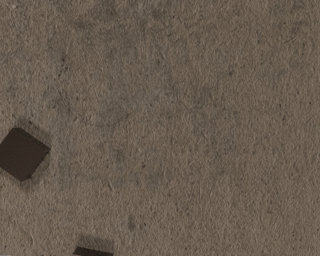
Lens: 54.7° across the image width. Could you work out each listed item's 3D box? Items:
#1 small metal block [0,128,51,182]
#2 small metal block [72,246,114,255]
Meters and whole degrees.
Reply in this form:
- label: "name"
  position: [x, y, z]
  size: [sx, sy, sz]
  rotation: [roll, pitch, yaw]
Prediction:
- label: "small metal block"
  position: [-0.183, 0.034, 0.408]
  size: [0.050, 0.025, 0.050]
  rotation: [36, 90, -1]
- label: "small metal block"
  position: [-0.093, 0.191, 0.409]
  size: [0.050, 0.025, 0.050]
  rotation: [12, 90, -1]
